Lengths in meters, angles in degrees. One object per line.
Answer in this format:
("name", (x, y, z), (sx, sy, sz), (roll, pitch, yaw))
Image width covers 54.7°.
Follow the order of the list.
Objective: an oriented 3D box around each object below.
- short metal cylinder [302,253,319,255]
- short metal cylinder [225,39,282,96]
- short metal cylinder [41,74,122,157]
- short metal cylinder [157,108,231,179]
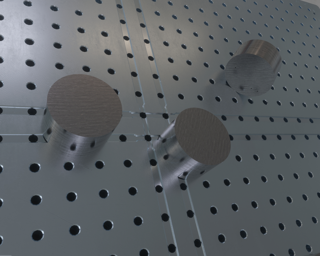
("short metal cylinder", (0.192, 0.197, 0.375), (0.081, 0.050, 0.080), (14, 56, -21))
("short metal cylinder", (0.156, -0.100, 0.517), (0.080, 0.080, 0.050), (39, 51, -2))
("short metal cylinder", (-0.089, -0.014, 0.352), (0.081, 0.050, 0.080), (14, 56, -21))
("short metal cylinder", (0.044, 0.020, 0.403), (0.081, 0.050, 0.080), (14, 56, -21))
